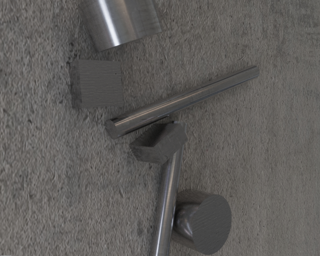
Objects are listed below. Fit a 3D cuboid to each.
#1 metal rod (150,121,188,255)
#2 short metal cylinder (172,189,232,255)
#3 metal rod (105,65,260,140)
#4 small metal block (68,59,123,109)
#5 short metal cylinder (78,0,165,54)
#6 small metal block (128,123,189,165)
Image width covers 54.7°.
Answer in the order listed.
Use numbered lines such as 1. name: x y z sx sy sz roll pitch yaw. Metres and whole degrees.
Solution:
1. metal rod: 0.003 0.139 0.407 0.025 0.025 0.298 14 81 -39
2. short metal cylinder: 0.055 0.129 0.435 0.081 0.050 0.079 0 90 -40
3. metal rod: 0.053 -0.048 0.449 0.302 0.025 0.025 -25 106 -37
4. small metal block: -0.071 -0.048 0.345 0.050 0.025 0.050 -7 95 -40
5. short metal cylinder: -0.041 -0.117 0.334 0.081 0.080 0.050 -29 109 -36
6. small metal block: -0.002 0.018 0.387 0.050 0.050 0.025 -40 115 -33
